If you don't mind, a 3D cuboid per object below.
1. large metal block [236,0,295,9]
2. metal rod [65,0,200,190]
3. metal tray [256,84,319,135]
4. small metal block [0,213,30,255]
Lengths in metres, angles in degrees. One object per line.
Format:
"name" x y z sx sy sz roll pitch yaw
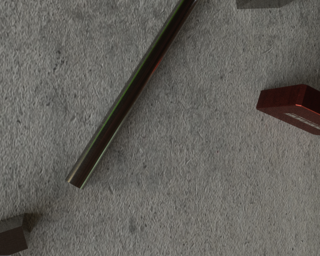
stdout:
"large metal block" 0.164 -0.210 0.442 0.081 0.080 0.050 -10 94 -20
"metal rod" -0.028 -0.059 0.399 0.025 0.025 0.300 34 79 -17
"metal tray" 0.223 -0.023 0.458 0.131 0.090 0.030 20 83 -19
"small metal block" -0.171 0.118 0.333 0.050 0.050 0.025 -15 95 -20
